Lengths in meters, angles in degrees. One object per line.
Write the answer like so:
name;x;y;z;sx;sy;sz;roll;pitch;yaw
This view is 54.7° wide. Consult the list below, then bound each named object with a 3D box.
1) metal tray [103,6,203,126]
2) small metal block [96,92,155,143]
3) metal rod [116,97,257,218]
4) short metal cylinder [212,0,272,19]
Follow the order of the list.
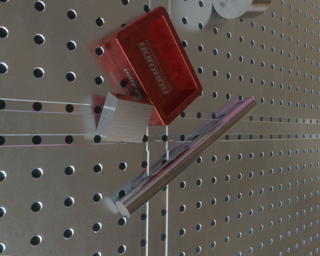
metal tray;-0.004;-0.079;0.404;0.090;0.030;0.130;-44;117;-31
small metal block;-0.041;-0.011;0.365;0.050;0.025;0.050;7;110;-40
metal rod;0.057;0.028;0.459;0.302;0.025;0.025;-35;112;-35
short metal cylinder;0.128;-0.213;0.483;0.050;0.080;0.079;-18;102;-39
